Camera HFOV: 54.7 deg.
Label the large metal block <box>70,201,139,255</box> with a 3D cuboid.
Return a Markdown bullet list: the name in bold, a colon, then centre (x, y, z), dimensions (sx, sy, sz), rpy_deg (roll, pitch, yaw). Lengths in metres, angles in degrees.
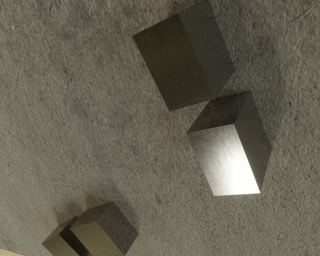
- **large metal block**: centre (-0.100, 0.187, 0.559), dimensions (0.080, 0.050, 0.080), rpy_deg (-26, 104, 37)

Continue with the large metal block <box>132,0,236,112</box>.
- **large metal block**: centre (0.029, -0.074, 0.310), dimensions (0.050, 0.080, 0.080), rpy_deg (-15, 111, 34)

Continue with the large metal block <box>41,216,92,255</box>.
- **large metal block**: centre (-0.180, 0.236, 0.632), dimensions (0.080, 0.050, 0.080), rpy_deg (49, 129, -7)

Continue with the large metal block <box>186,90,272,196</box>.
- **large metal block**: centre (0.080, 0.016, 0.339), dimensions (0.050, 0.080, 0.080), rpy_deg (-12, 112, 33)
